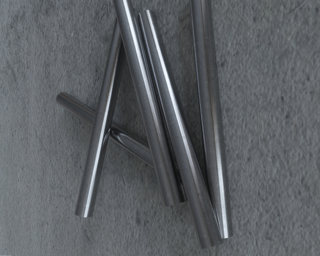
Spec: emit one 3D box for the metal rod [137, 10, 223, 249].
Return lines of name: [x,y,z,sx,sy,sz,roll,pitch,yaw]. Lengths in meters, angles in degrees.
metal rod: [0.017,-0.014,0.370,0.025,0.025,0.299,-29,66,36]

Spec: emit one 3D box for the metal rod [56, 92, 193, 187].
metal rod: [-0.063,0.008,0.454,0.300,0.025,0.025,29,108,36]

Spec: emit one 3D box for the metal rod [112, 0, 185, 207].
metal rod: [-0.020,-0.053,0.388,0.025,0.025,0.299,-25,73,37]

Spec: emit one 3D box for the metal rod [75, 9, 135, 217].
metal rod: [-0.077,-0.025,0.438,0.025,0.025,0.298,10,88,39]

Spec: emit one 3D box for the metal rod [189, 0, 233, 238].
metal rod: [0.057,-0.029,0.356,0.025,0.025,0.298,-8,85,39]
